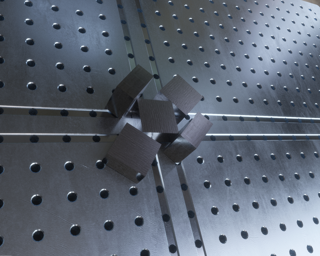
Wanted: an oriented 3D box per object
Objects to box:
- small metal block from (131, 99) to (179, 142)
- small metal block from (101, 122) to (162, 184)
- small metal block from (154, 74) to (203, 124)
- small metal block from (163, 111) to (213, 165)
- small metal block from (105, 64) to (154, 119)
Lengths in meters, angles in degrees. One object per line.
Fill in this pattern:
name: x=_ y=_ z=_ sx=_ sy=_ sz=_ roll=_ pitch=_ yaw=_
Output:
small metal block: x=-0.007 y=-0.009 z=0.409 sx=0.050 sy=0.025 sz=0.050 roll=3 pitch=59 yaw=-25
small metal block: x=-0.033 y=0.030 z=0.371 sx=0.050 sy=0.025 sz=0.050 roll=33 pitch=51 yaw=-7
small metal block: x=0.026 y=-0.042 z=0.447 sx=0.050 sy=0.025 sz=0.050 roll=43 pitch=51 yaw=1
small metal block: x=0.036 y=0.013 z=0.402 sx=0.025 sy=0.050 sz=0.050 roll=41 pitch=51 yaw=0
small metal block: x=-0.040 y=-0.046 z=0.398 sx=0.025 sy=0.050 sz=0.050 roll=38 pitch=52 yaw=-4
